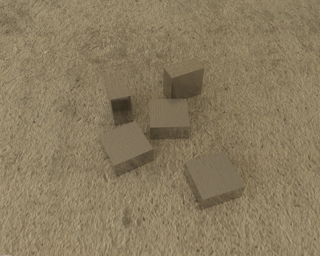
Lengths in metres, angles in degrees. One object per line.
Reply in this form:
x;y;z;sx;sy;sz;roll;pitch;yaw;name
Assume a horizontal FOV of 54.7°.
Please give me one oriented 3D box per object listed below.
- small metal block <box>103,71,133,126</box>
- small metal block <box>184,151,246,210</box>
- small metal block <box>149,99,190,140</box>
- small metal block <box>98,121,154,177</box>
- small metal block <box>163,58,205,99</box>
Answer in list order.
-0.056;-0.040;0.420;0.025;0.050;0.050;-13;51;-11;small metal block
0.061;0.059;0.354;0.050;0.025;0.050;-15;52;-12;small metal block
0.012;-0.012;0.413;0.050;0.025;0.050;-2;50;-2;small metal block
-0.042;0.025;0.382;0.050;0.025;0.050;-22;54;-18;small metal block
0.033;-0.067;0.443;0.050;0.050;0.025;-20;53;-16;small metal block
